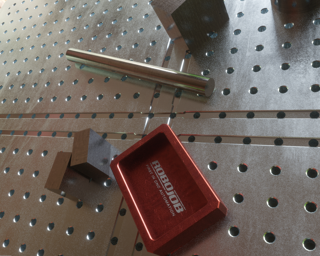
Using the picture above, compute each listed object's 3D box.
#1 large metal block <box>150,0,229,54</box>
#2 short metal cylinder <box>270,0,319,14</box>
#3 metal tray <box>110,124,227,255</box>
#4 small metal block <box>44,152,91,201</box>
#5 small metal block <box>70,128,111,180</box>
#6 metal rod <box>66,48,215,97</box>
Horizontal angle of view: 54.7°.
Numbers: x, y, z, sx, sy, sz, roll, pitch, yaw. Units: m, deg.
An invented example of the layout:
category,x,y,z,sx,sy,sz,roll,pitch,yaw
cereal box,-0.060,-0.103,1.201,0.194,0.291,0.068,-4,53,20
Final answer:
category,x,y,z,sx,sy,sz,roll,pitch,yaw
large metal block,0.046,-0.171,0.454,0.080,0.080,0.050,-44,51,-2
short metal cylinder,0.188,-0.202,0.417,0.080,0.050,0.080,-13,56,21
metal tray,0.004,0.067,0.361,0.090,0.030,0.130,-36,51,4
small metal block,-0.120,0.065,0.415,0.025,0.050,0.050,-1,61,28
small metal block,-0.092,0.036,0.419,0.025,0.050,0.050,-16,55,19
metal rod,-0.050,-0.095,0.492,0.300,0.025,0.025,20,72,35
